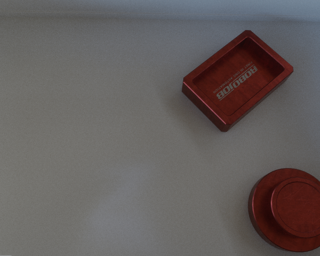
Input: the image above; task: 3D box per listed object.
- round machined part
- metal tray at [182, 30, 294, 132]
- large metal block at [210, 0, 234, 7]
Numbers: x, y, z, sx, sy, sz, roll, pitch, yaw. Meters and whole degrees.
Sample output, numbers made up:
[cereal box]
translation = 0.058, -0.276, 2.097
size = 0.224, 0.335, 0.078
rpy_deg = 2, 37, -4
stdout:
[round machined part]
translation = 0.160, 0.095, 0.368
size = 0.099, 0.042, 0.098
rpy_deg = 0, 70, -1
[metal tray]
translation = 0.107, -0.068, 0.432
size = 0.130, 0.030, 0.090
rpy_deg = -39, 75, -13
[large metal block]
translation = 0.079, -0.241, 0.467
size = 0.081, 0.050, 0.080
rpy_deg = 8, 61, -26
